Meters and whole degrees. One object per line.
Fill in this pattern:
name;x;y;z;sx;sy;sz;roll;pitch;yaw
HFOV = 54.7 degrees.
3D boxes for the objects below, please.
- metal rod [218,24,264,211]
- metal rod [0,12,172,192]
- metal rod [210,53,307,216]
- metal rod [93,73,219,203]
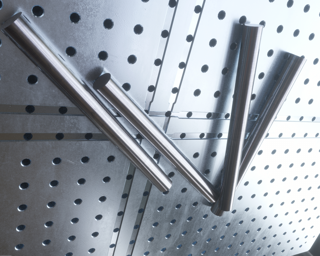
metal rod;0.116;0.001;0.463;0.025;0.025;0.298;-11;119;-23
metal rod;-0.063;-0.005;0.374;0.025;0.025;0.300;-39;130;-2
metal rod;0.155;0.023;0.512;0.025;0.025;0.298;8;114;-32
metal rod;0.014;0.033;0.440;0.025;0.025;0.300;-42;130;0
